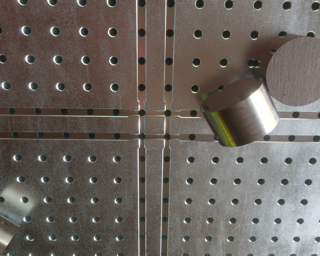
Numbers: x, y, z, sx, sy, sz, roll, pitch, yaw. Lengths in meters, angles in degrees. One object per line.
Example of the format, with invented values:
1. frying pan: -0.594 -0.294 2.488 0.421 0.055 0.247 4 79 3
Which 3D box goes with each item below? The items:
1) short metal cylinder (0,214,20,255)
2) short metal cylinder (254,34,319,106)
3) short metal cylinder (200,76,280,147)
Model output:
1. short metal cylinder: -0.248 0.162 0.440 0.050 0.080 0.080 37 106 -13
2. short metal cylinder: 0.161 -0.071 0.376 0.081 0.050 0.079 0 110 -1
3. short metal cylinder: 0.097 -0.021 0.378 0.080 0.080 0.050 -28 108 9
